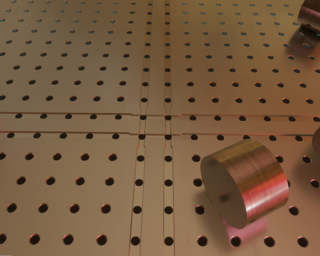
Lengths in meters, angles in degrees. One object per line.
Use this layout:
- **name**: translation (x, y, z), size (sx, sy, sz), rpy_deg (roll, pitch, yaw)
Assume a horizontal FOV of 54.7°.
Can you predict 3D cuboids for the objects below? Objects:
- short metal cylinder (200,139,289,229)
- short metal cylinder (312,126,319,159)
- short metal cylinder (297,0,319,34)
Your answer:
- **short metal cylinder**: translation (0.086, 0.057, 0.325), size (0.050, 0.080, 0.080), rpy_deg (-21, 54, -17)
- **short metal cylinder**: translation (0.231, 0.012, 0.365), size (0.080, 0.080, 0.050), rpy_deg (33, 58, 24)
- **short metal cylinder**: translation (0.294, -0.213, 0.555), size (0.080, 0.080, 0.050), rpy_deg (-35, 59, -26)
